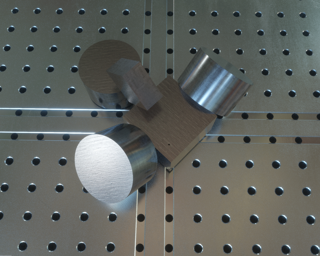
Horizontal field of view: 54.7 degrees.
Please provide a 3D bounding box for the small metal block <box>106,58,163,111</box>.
[{"bbox_3d":[-0.030,-0.052,0.361,0.025,0.050,0.050,-43,32,-12],"label":"small metal block"}]

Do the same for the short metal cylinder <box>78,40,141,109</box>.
[{"bbox_3d":[-0.064,-0.072,0.421,0.081,0.050,0.080,0,70,0],"label":"short metal cylinder"}]

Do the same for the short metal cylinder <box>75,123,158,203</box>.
[{"bbox_3d":[-0.050,0.039,0.358,0.080,0.050,0.079,9,108,28],"label":"short metal cylinder"}]

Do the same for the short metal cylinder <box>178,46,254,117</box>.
[{"bbox_3d":[0.070,-0.059,0.393,0.080,0.080,0.050,41,114,13],"label":"short metal cylinder"}]

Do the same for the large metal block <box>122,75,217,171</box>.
[{"bbox_3d":[0.012,-0.005,0.394,0.080,0.050,0.080,43,75,14],"label":"large metal block"}]
